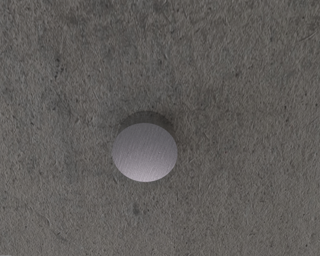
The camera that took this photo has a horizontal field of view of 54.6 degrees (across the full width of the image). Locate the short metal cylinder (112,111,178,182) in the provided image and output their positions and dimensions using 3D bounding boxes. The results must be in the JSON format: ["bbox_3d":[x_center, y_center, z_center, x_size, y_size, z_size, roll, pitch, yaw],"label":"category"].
[{"bbox_3d":[-0.018,0.023,0.405,0.080,0.050,0.079,0,110,0],"label":"short metal cylinder"}]
